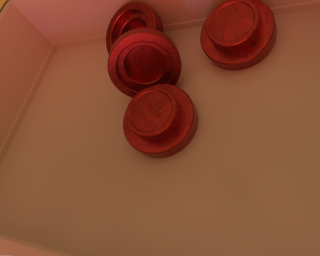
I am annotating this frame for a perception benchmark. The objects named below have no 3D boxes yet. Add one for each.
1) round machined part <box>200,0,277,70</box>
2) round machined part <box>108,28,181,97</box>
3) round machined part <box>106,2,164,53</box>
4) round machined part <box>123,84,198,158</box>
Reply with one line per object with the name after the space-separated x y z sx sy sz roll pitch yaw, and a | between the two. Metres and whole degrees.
0.100 -0.129 0.408 0.098 0.042 0.098 -8 72 25 | round machined part
-0.021 -0.092 0.430 0.098 0.098 0.042 -24 34 14 | round machined part
-0.034 -0.141 0.483 0.098 0.042 0.097 -2 87 35 | round machined part
-0.004 -0.014 0.397 0.098 0.042 0.098 -8 66 20 | round machined part
